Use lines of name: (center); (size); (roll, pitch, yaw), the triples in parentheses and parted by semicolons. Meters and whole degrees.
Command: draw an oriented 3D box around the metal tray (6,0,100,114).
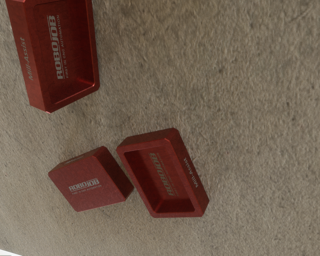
metal tray: (-0.118, -0.093, 0.364); (0.030, 0.091, 0.129); (20, 127, 28)

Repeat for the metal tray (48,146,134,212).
metal tray: (-0.118, 0.089, 0.519); (0.130, 0.030, 0.090); (-22, 107, 35)

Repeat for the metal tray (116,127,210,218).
metal tray: (0.005, 0.068, 0.441); (0.090, 0.030, 0.129); (-12, 112, 33)
